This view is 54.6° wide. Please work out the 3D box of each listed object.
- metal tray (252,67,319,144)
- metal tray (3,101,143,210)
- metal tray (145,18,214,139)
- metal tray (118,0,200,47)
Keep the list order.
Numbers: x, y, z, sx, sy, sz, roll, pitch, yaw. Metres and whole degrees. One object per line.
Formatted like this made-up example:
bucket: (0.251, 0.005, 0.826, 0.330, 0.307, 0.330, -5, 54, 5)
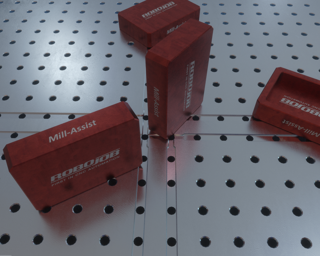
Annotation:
metal tray: (0.208, -0.029, 0.429, 0.130, 0.030, 0.090, 25, 54, 20)
metal tray: (-0.086, 0.031, 0.338, 0.131, 0.090, 0.030, -23, 54, -18)
metal tray: (0.023, -0.057, 0.388, 0.030, 0.129, 0.090, 30, 56, 23)
metal tray: (0.000, -0.206, 0.578, 0.131, 0.030, 0.090, -35, 58, -26)
